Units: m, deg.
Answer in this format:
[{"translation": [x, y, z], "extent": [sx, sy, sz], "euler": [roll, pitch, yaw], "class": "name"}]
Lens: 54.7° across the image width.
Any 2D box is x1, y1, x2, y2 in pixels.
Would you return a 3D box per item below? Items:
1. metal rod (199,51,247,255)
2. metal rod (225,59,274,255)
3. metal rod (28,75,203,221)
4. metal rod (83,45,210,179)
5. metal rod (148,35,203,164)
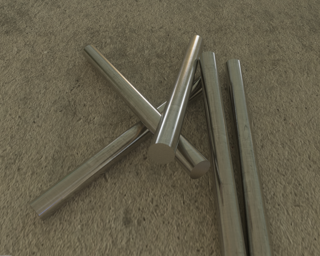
[{"translation": [0.070, 0.021, 0.368], "extent": [0.025, 0.025, 0.300], "euler": [0, 55, 0], "class": "metal rod"}, {"translation": [0.106, 0.016, 0.390], "extent": [0.025, 0.025, 0.300], "euler": [3, 50, 2], "class": "metal rod"}, {"translation": [-0.027, 0.006, 0.397], "extent": [0.025, 0.025, 0.302], "euler": [36, 59, 26], "class": "metal rod"}, {"translation": [-0.037, -0.041, 0.410], "extent": [0.025, 0.025, 0.300], "euler": [-25, 46, -20], "class": "metal rod"}, {"translation": [0.032, -0.061, 0.407], "extent": [0.025, 0.025, 0.301], "euler": [9, 36, 8], "class": "metal rod"}]
